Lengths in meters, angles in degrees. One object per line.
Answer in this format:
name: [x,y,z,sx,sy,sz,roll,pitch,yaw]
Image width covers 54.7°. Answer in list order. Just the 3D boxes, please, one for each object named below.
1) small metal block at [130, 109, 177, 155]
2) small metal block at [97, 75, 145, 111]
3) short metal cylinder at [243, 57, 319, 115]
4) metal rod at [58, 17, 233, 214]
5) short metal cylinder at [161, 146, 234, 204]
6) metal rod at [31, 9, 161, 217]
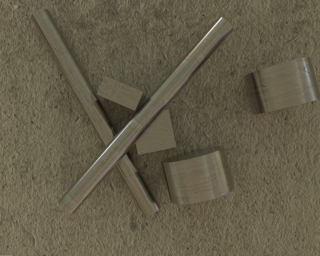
small metal block: [-0.008,0.005,0.410,0.050,0.025,0.050,-12,90,0]
small metal block: [-0.048,-0.042,0.397,0.050,0.050,0.025,23,90,0]
short metal cylinder: [0.150,-0.051,0.384,0.080,0.080,0.050,-15,90,0]
metal rod: [-0.016,-0.017,0.384,0.025,0.025,0.300,41,88,0]
short metal cylinder: [0.046,0.056,0.383,0.080,0.080,0.050,-14,90,0]
metal rod: [-0.084,-0.019,0.409,0.025,0.025,0.299,-30,90,0]
